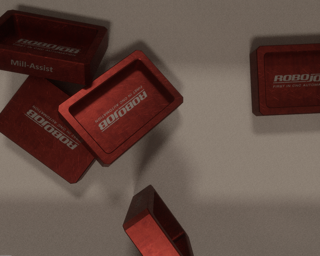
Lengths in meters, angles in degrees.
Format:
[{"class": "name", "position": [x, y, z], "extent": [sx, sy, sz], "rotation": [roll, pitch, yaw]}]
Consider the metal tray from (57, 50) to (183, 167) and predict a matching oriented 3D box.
[{"class": "metal tray", "position": [-0.047, -0.026, 0.386], "extent": [0.131, 0.030, 0.090], "rotation": [-41, 89, -20]}]

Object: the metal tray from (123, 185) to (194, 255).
[{"class": "metal tray", "position": [0.002, 0.121, 0.359], "extent": [0.030, 0.130, 0.090], "rotation": [-36, 90, 0]}]

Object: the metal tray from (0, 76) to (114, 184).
[{"class": "metal tray", "position": [-0.135, 0.000, 0.407], "extent": [0.130, 0.030, 0.090], "rotation": [37, 90, -1]}]

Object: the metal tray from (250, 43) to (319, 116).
[{"class": "metal tray", "position": [0.190, -0.063, 0.411], "extent": [0.131, 0.030, 0.089], "rotation": [-3, 90, -1]}]

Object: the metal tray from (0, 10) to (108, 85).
[{"class": "metal tray", "position": [-0.139, -0.101, 0.379], "extent": [0.131, 0.030, 0.090], "rotation": [10, 45, -1]}]
